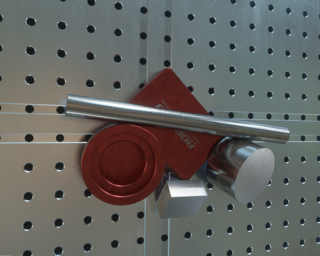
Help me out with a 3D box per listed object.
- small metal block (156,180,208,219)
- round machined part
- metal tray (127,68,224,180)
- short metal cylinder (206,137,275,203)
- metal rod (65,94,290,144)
[{"bbox_3d":[0.028,0.094,0.410,0.050,0.025,0.050,3,132,-21],"label":"small metal block"},{"bbox_3d":[-0.047,0.041,0.382,0.099,0.042,0.097,-2,97,-15],"label":"round machined part"},{"bbox_3d":[0.018,-0.004,0.419,0.090,0.030,0.130,-45,105,-15],"label":"metal tray"},{"bbox_3d":[0.111,0.055,0.426,0.081,0.050,0.079,-16,118,-32],"label":"short metal cylinder"},{"bbox_3d":[0.037,-0.007,0.394,0.302,0.025,0.025,7,88,-20],"label":"metal rod"}]
